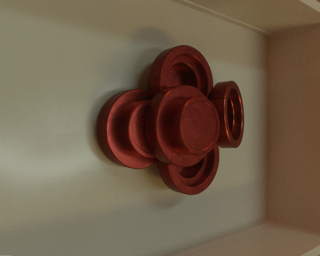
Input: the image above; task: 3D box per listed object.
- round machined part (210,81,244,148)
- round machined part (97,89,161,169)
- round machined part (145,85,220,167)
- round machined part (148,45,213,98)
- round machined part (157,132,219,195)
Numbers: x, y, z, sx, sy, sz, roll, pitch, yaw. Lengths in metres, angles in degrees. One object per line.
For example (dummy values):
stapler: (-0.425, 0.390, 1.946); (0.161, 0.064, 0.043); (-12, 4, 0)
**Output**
round machined part: (0.091, -0.019, 0.458); (0.098, 0.042, 0.097); (9, 80, -60)
round machined part: (-0.022, 0.001, 0.374); (0.099, 0.042, 0.097); (0, 90, -40)
round machined part: (0.034, -0.003, 0.367); (0.099, 0.042, 0.097); (0, 90, -40)
round machined part: (0.024, -0.058, 0.415); (0.099, 0.042, 0.097); (0, 90, -40)
round machined part: (0.034, 0.039, 0.424); (0.099, 0.042, 0.097); (0, 90, -40)
